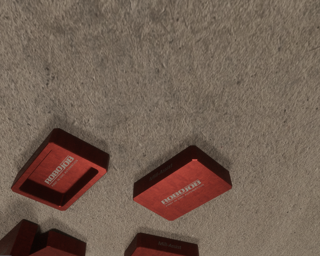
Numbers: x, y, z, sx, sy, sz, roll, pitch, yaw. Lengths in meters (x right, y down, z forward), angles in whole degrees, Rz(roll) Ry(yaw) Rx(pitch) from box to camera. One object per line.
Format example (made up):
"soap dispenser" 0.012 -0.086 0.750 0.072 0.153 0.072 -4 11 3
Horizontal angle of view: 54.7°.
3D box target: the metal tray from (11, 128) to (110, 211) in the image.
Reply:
"metal tray" -0.148 0.066 0.458 0.090 0.030 0.129 32 123 -25

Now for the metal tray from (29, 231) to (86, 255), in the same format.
"metal tray" -0.222 0.249 0.605 0.130 0.030 0.090 -30 132 23

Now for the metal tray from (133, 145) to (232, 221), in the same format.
"metal tray" 0.033 0.090 0.481 0.130 0.030 0.090 -37 122 27

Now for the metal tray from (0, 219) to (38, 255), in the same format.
"metal tray" -0.277 0.235 0.560 0.030 0.090 0.130 34 122 -26

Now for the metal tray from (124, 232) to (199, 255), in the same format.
"metal tray" 0.002 0.258 0.624 0.131 0.030 0.089 17 128 -15
